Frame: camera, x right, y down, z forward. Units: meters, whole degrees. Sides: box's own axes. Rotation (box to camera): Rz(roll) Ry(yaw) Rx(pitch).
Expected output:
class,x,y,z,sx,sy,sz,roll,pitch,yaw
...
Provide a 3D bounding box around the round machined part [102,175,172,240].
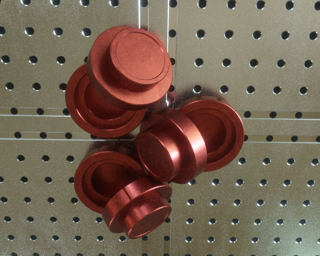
class,x,y,z,sx,sy,sz,roll,pitch,yaw
round machined part,-0.023,0.110,0.414,0.099,0.042,0.098,-28,148,-19

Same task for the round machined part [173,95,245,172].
class,x,y,z,sx,sy,sz,roll,pitch,yaw
round machined part,0.056,0.005,0.406,0.099,0.042,0.097,0,110,0

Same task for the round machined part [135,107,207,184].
class,x,y,z,sx,sy,sz,roll,pitch,yaw
round machined part,0.006,0.027,0.382,0.042,0.098,0.098,-29,114,-35

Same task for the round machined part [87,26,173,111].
class,x,y,z,sx,sy,sz,roll,pitch,yaw
round machined part,-0.028,-0.072,0.348,0.099,0.042,0.098,8,71,-24

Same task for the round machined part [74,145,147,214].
class,x,y,z,sx,sy,sz,roll,pitch,yaw
round machined part,-0.065,0.068,0.428,0.099,0.042,0.097,0,110,0

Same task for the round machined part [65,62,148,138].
class,x,y,z,sx,sy,sz,roll,pitch,yaw
round machined part,-0.063,-0.040,0.388,0.099,0.042,0.097,0,110,0
